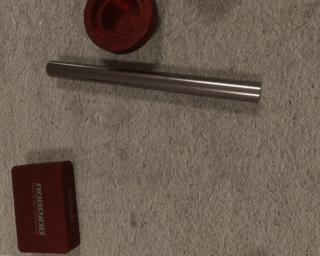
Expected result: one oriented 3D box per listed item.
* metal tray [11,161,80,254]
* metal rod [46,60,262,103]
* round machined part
[{"bbox_3d":[-0.172,0.118,0.465,0.090,0.030,0.129,-7,88,19],"label":"metal tray"},{"bbox_3d":[-0.022,-0.065,0.415,0.301,0.025,0.025,10,93,19],"label":"metal rod"},{"bbox_3d":[-0.049,-0.147,0.416,0.098,0.042,0.097,0,90,19],"label":"round machined part"}]
